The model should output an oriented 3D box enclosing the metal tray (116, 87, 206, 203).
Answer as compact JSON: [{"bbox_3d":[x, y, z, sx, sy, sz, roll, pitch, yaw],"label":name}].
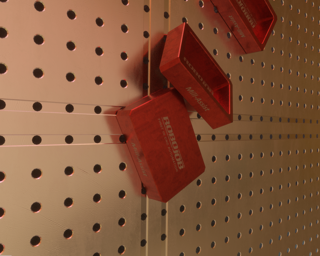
[{"bbox_3d":[0.006,0.021,0.413,0.091,0.030,0.129,-31,110,-36],"label":"metal tray"}]

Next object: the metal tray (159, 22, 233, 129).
[{"bbox_3d":[0.056,-0.071,0.432,0.130,0.030,0.090,43,40,-32],"label":"metal tray"}]

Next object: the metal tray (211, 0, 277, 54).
[{"bbox_3d":[0.149,-0.205,0.532,0.130,0.030,0.090,43,64,-32],"label":"metal tray"}]
